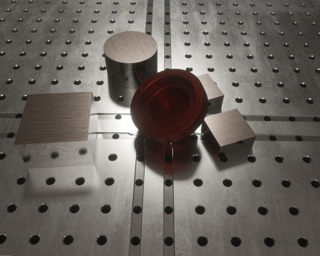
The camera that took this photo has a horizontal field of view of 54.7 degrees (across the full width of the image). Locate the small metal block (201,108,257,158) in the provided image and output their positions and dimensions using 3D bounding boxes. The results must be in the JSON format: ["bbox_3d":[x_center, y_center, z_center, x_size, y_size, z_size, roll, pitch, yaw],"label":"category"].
[{"bbox_3d":[0.088,0.006,0.404,0.050,0.025,0.050,-15,52,-13],"label":"small metal block"}]

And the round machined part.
[{"bbox_3d":[0.015,-0.025,0.402,0.098,0.042,0.098,-10,61,19],"label":"round machined part"}]

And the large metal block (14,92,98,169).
[{"bbox_3d":[-0.124,0.002,0.388,0.081,0.050,0.080,-3,50,-3],"label":"large metal block"}]

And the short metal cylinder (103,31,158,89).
[{"bbox_3d":[-0.044,-0.106,0.480,0.081,0.050,0.080,0,50,0],"label":"short metal cylinder"}]

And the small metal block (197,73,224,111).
[{"bbox_3d":[0.057,-0.049,0.449,0.050,0.025,0.050,-17,52,-14],"label":"small metal block"}]
